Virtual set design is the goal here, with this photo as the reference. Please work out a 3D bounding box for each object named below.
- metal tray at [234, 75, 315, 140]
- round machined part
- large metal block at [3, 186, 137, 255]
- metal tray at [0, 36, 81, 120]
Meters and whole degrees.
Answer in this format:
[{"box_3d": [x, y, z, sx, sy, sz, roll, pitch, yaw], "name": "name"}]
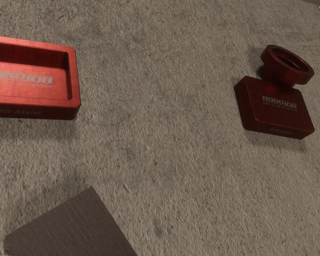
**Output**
[{"box_3d": [0.195, -0.034, 0.529, 0.131, 0.030, 0.090, 9, 58, -24], "name": "metal tray"}, {"box_3d": [0.230, -0.110, 0.576, 0.099, 0.042, 0.098, 17, 38, -14], "name": "round machined part"}, {"box_3d": [-0.079, 0.112, 0.277, 0.081, 0.050, 0.080, -28, 77, -38], "name": "large metal block"}, {"box_3d": [-0.161, -0.057, 0.348, 0.131, 0.030, 0.090, 2, 61, -28], "name": "metal tray"}]
